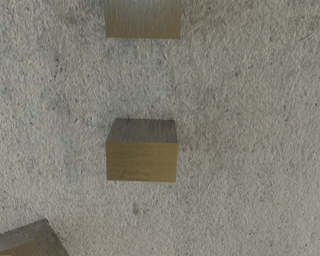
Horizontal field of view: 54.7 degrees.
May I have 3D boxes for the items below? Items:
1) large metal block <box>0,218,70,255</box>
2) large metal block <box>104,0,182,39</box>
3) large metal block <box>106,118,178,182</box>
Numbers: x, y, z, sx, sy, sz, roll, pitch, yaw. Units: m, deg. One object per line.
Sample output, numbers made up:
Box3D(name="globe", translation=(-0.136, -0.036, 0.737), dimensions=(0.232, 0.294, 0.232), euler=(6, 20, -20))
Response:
Box3D(name="large metal block", translation=(-0.197, 0.195, 0.466), dimensions=(0.080, 0.050, 0.080), euler=(-21, 109, 7))
Box3D(name="large metal block", translation=(-0.018, -0.143, 0.344), dimensions=(0.081, 0.050, 0.079), euler=(1, 110, -1))
Box3D(name="large metal block", translation=(-0.021, 0.025, 0.389), dimensions=(0.081, 0.080, 0.050), euler=(2, 110, -1))
